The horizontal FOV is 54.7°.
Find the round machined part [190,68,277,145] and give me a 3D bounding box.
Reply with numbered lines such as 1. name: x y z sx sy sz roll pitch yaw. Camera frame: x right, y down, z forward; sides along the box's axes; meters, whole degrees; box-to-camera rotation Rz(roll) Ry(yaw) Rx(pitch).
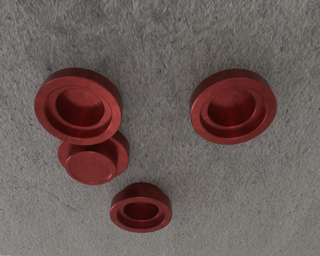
1. round machined part: 0.084 -0.029 0.372 0.099 0.042 0.097 0 130 0

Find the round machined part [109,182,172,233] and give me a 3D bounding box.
1. round machined part: -0.030 0.125 0.502 0.099 0.042 0.097 0 130 0

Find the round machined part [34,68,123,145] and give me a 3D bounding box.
1. round machined part: -0.093 -0.029 0.369 0.099 0.042 0.097 0 129 0

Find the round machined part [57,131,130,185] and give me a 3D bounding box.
1. round machined part: -0.093 0.042 0.431 0.099 0.042 0.097 0 130 0
